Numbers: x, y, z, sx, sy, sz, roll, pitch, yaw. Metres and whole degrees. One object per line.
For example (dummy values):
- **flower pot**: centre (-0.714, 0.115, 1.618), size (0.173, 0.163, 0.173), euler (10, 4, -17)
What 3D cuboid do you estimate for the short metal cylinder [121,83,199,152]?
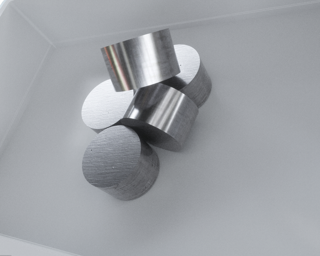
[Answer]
- **short metal cylinder**: centre (0.000, -0.012, 0.376), size (0.080, 0.080, 0.050), euler (14, 69, 33)

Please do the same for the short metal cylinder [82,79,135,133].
- **short metal cylinder**: centre (-0.060, -0.022, 0.430), size (0.080, 0.050, 0.080), euler (-13, 56, 20)

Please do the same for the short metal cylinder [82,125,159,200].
- **short metal cylinder**: centre (-0.048, 0.044, 0.384), size (0.080, 0.050, 0.080), euler (-13, 56, 20)

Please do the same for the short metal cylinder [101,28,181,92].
- **short metal cylinder**: centre (-0.022, -0.078, 0.355), size (0.080, 0.050, 0.080), euler (-15, 16, 5)

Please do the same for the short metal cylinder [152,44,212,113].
- **short metal cylinder**: centre (0.023, -0.064, 0.414), size (0.080, 0.050, 0.080), euler (-13, 56, 20)
